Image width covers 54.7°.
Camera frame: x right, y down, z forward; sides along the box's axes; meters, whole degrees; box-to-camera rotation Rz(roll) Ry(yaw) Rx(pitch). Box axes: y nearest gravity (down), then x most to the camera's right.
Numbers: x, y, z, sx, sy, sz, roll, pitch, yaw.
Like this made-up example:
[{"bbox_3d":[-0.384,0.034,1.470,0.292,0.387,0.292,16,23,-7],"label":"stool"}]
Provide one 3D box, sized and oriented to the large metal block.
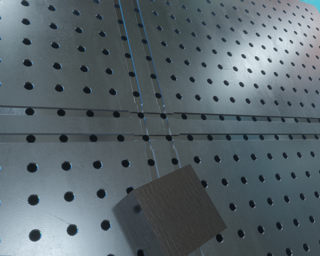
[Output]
[{"bbox_3d":[0.012,0.097,0.341,0.081,0.050,0.080,-19,72,-36],"label":"large metal block"}]
